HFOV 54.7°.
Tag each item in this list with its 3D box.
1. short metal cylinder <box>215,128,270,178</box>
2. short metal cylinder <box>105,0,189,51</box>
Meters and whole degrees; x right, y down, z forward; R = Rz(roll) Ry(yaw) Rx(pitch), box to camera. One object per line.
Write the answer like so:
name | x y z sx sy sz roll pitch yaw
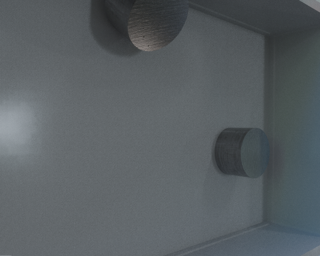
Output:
short metal cylinder | 0.135 0.039 0.507 0.081 0.050 0.079 0 90 -40
short metal cylinder | -0.015 -0.136 0.354 0.081 0.050 0.080 -28 145 -21
